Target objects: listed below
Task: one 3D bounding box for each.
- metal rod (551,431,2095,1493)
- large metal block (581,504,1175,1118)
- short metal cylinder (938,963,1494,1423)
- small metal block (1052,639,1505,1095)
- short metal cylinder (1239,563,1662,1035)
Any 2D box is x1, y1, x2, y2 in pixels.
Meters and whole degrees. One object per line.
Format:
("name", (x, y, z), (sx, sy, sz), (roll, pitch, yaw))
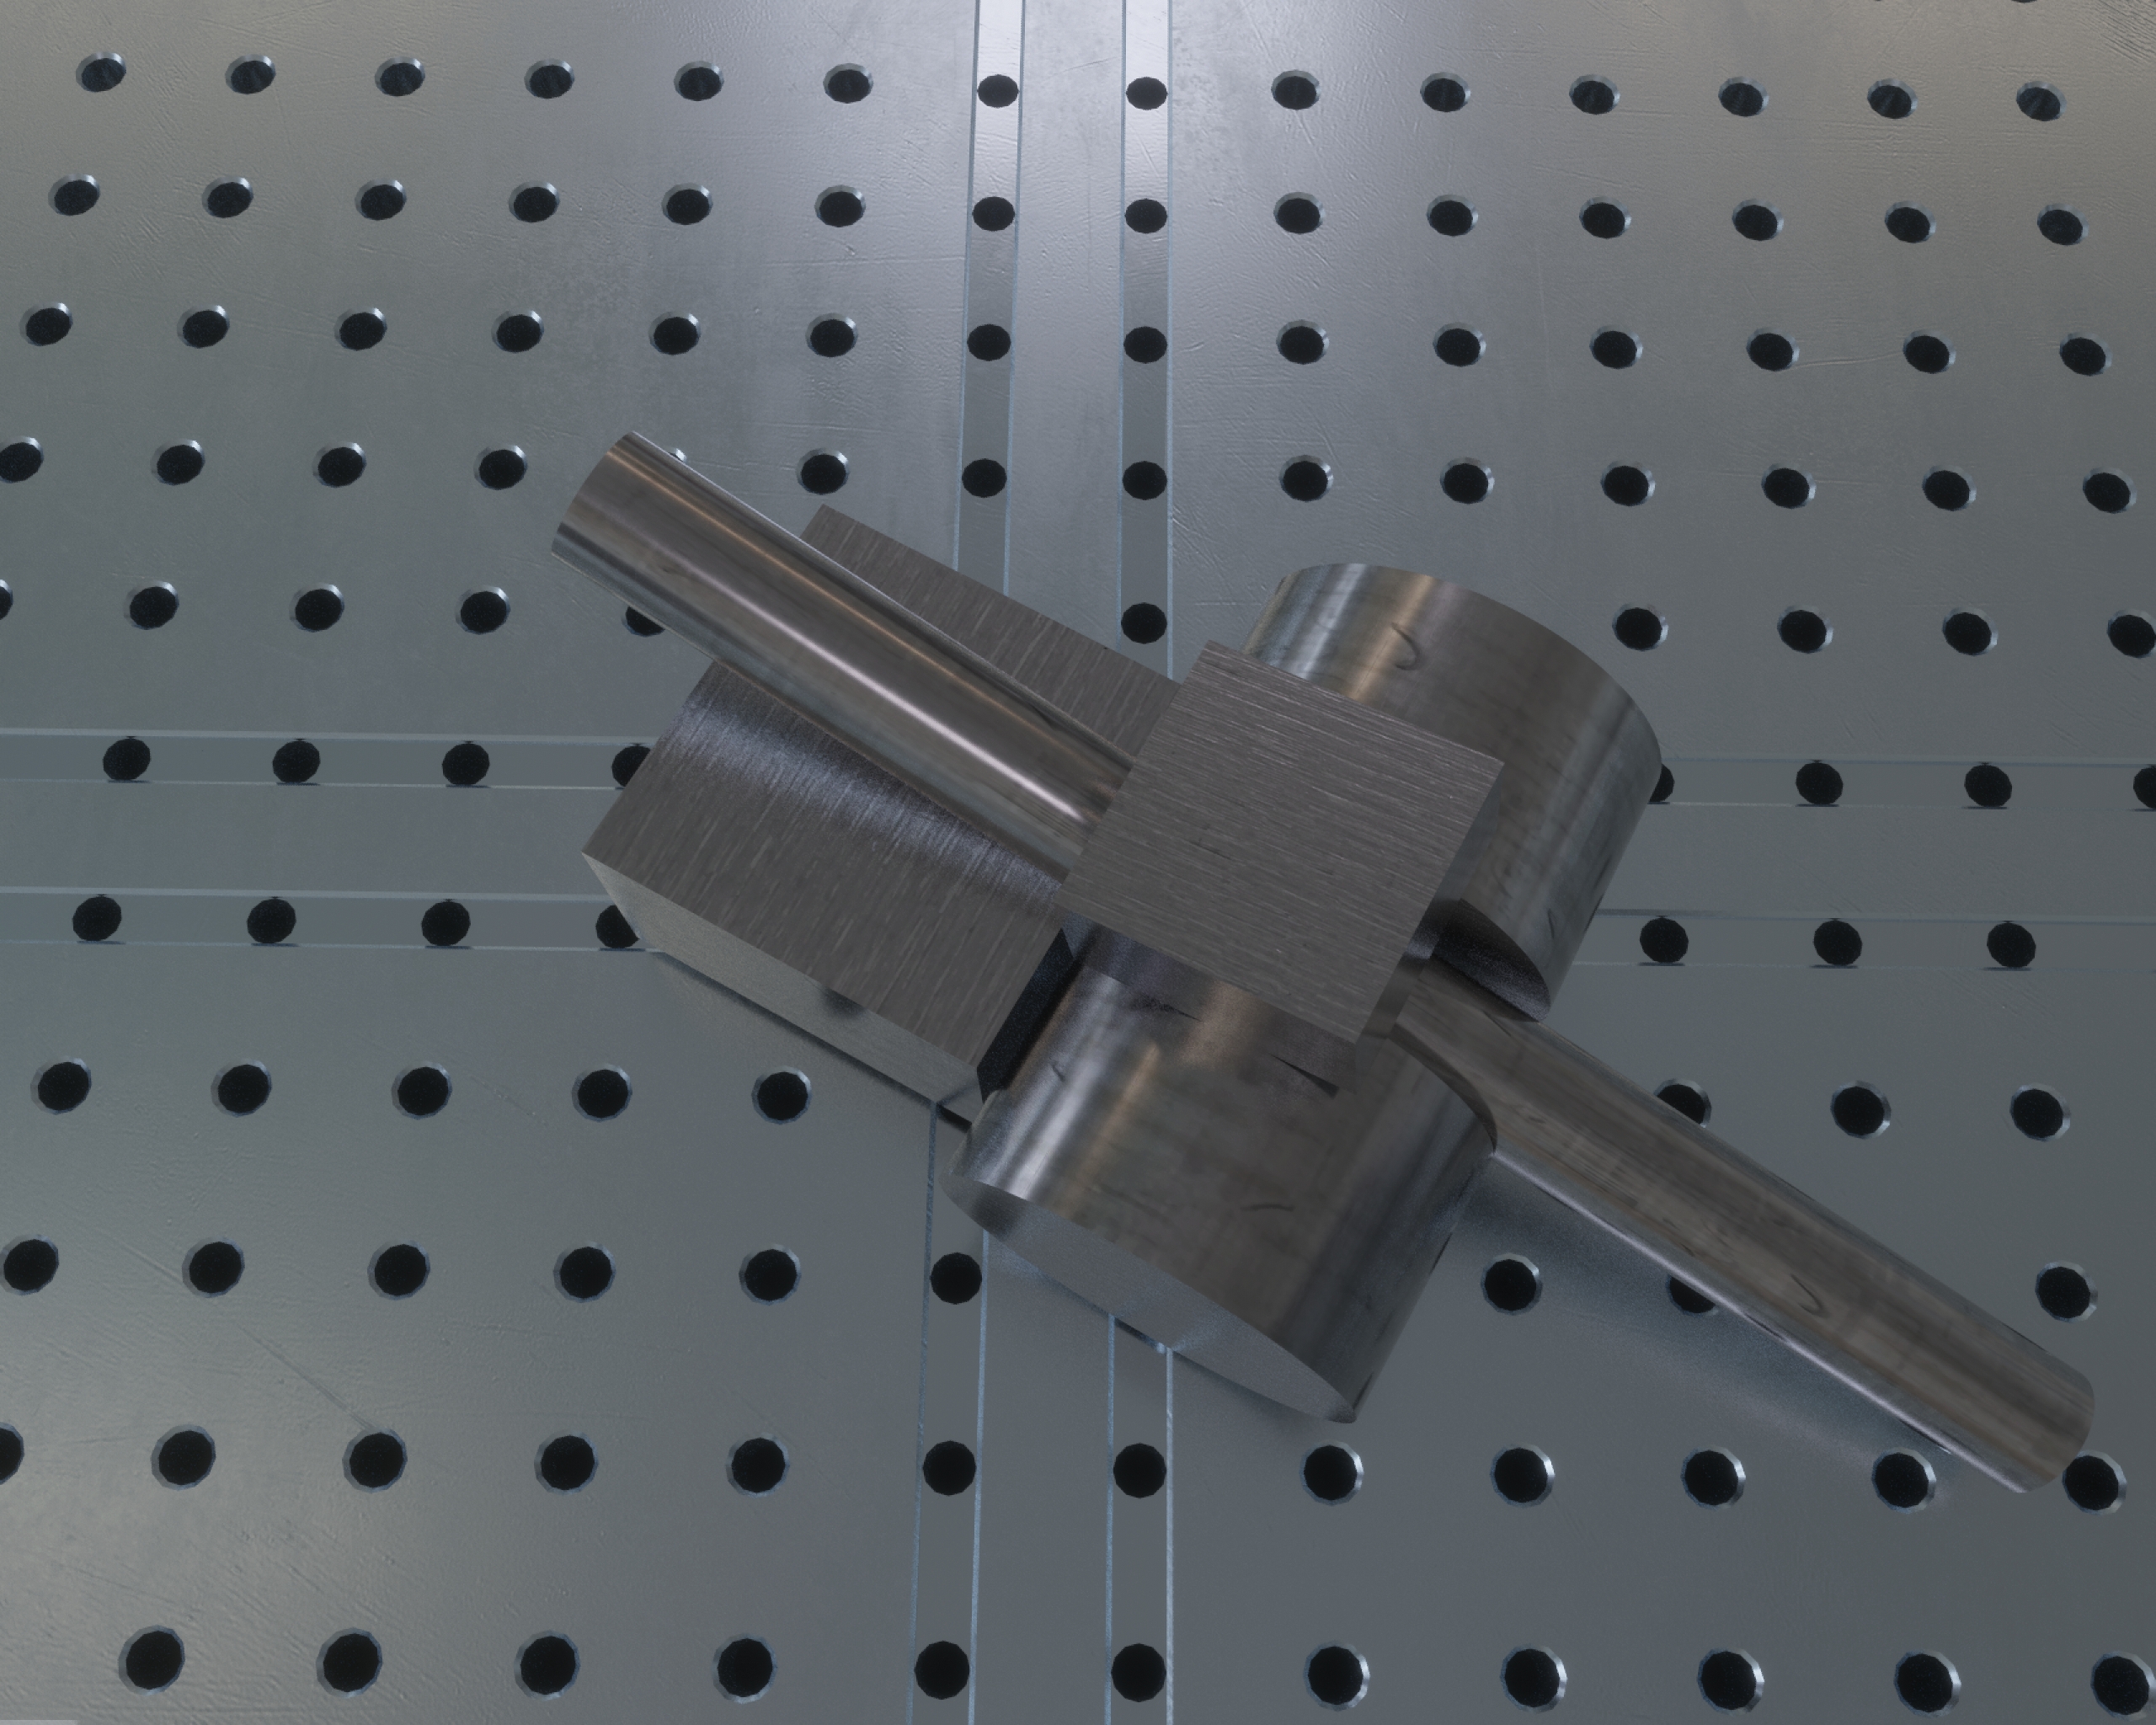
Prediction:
("metal rod", (0.046, 0.020, 0.359), (0.301, 0.025, 0.025), (33, 73, -5))
("large metal block", (-0.032, -0.008, 0.395), (0.080, 0.050, 0.080), (28, 72, 9))
("short metal cylinder", (0.024, 0.054, 0.359), (0.080, 0.080, 0.050), (28, 73, 10))
("small metal block", (0.032, 0.000, 0.324), (0.050, 0.025, 0.050), (25, 72, 17))
("short metal cylinder", (0.059, -0.010, 0.384), (0.080, 0.080, 0.050), (26, 72, 9))
